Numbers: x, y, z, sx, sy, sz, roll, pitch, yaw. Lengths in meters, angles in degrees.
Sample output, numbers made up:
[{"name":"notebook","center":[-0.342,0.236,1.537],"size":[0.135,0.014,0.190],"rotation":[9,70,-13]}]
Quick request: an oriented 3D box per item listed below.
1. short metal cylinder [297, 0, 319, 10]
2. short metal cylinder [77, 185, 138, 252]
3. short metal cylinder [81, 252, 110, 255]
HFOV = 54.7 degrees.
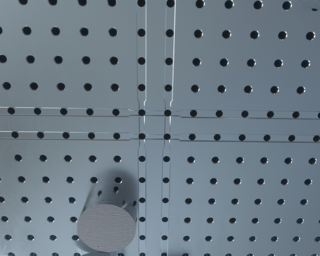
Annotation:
[{"name":"short metal cylinder","center":[0.193,-0.173,0.339],"size":[0.081,0.050,0.079],"rotation":[0,110,-1]},{"name":"short metal cylinder","center":[-0.073,0.129,0.447],"size":[0.081,0.050,0.079],"rotation":[0,110,-1]},{"name":"short metal cylinder","center":[-0.103,0.238,0.470],"size":[0.081,0.080,0.050],"rotation":[-5,110,1]}]
